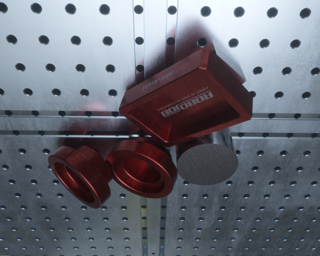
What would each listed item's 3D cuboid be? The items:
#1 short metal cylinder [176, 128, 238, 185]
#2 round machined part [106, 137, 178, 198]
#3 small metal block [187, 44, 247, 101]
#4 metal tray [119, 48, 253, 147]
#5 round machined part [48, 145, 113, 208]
[{"bbox_3d":[0.062,0.034,0.425,0.081,0.050,0.079,0,130,0],"label":"short metal cylinder"},{"bbox_3d":[-0.022,0.051,0.430,0.098,0.042,0.097,15,137,15],"label":"round machined part"},{"bbox_3d":[0.063,-0.060,0.362,0.050,0.025,0.050,34,122,-26],"label":"small metal block"},{"bbox_3d":[0.027,-0.027,0.358,0.130,0.030,0.090,-22,131,40],"label":"metal tray"},{"bbox_3d":[-0.105,0.062,0.432,0.098,0.042,0.097,28,143,24],"label":"round machined part"}]
